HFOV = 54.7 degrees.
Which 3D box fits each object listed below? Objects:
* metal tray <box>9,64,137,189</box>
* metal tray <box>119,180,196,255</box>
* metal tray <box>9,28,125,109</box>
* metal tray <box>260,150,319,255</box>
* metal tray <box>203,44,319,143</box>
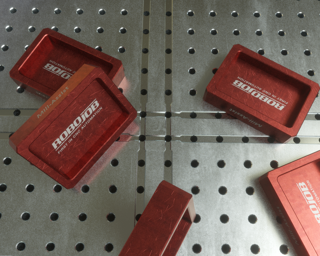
[{"bbox_3d":[-0.098,-0.002,0.375,0.130,0.090,0.030,-50,41,-14],"label":"metal tray"},{"bbox_3d":[0.001,0.113,0.313,0.030,0.130,0.090,25,72,18],"label":"metal tray"},{"bbox_3d":[-0.128,-0.076,0.435,0.130,0.030,0.090,26,72,8],"label":"metal tray"},{"bbox_3d":[0.193,0.100,0.374,0.091,0.030,0.130,-21,72,-8],"label":"metal tray"},{"bbox_3d":[0.139,-0.049,0.428,0.130,0.030,0.090,30,72,10],"label":"metal tray"}]
